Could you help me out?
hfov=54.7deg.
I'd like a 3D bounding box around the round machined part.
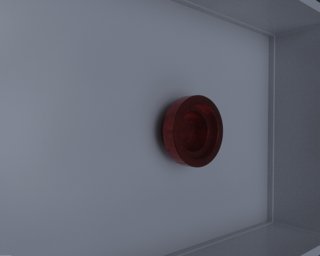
[{"bbox_3d":[0.040,0.004,0.432,0.099,0.042,0.097,0,90,-40],"label":"round machined part"}]
